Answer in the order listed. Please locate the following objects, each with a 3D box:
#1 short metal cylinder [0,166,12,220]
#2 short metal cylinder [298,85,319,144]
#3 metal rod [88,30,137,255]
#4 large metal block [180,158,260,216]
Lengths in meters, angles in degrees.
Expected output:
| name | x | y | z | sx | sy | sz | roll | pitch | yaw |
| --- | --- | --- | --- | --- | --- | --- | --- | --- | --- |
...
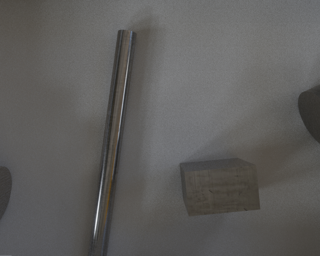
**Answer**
| name | x | y | z | sx | sy | sz | roll | pitch | yaw |
| --- | --- | --- | --- | --- | --- | --- | --- | --- | --- |
| short metal cylinder | -0.227 | 0.083 | 0.381 | 0.050 | 0.080 | 0.080 | 9 | 90 | 0 |
| short metal cylinder | 0.220 | -0.020 | 0.387 | 0.050 | 0.080 | 0.080 | -25 | 90 | 0 |
| metal rod | -0.063 | 0.022 | 0.410 | 0.025 | 0.025 | 0.298 | 8 | 90 | -1 |
| large metal block | 0.070 | 0.070 | 0.385 | 0.081 | 0.080 | 0.050 | -5 | 90 | -1 |
